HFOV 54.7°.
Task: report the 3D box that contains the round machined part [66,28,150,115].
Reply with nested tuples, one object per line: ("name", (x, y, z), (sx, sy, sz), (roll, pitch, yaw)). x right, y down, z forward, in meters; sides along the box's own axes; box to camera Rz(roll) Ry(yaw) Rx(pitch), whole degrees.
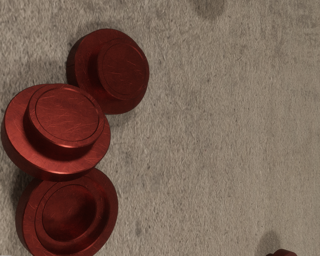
("round machined part", (-0.051, -0.064, 0.352), (0.099, 0.042, 0.097), (0, 90, -40))

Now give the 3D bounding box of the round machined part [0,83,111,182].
("round machined part", (-0.092, -0.003, 0.290), (0.099, 0.042, 0.098), (19, 51, -24))

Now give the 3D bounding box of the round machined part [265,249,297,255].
("round machined part", (0.222, 0.278, 0.585), (0.099, 0.042, 0.097), (0, 90, -40))

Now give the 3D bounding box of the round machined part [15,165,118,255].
("round machined part", (-0.095, 0.084, 0.315), (0.099, 0.042, 0.097), (0, 90, -40))
